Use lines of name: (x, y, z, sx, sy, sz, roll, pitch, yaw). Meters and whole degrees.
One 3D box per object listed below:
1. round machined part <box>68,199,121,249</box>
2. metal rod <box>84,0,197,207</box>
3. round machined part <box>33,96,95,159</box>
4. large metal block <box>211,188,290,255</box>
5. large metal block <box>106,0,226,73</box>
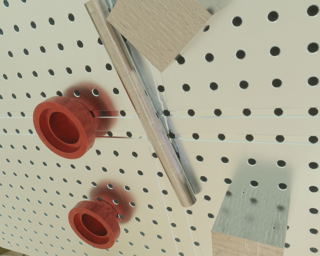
round machined part: (-0.114, 0.170, 0.566, 0.098, 0.042, 0.097, 13, 124, 21)
metal rod: (-0.017, -0.020, 0.407, 0.025, 0.025, 0.299, -12, 112, 33)
round machined part: (-0.139, -0.004, 0.471, 0.098, 0.042, 0.097, 13, 124, 21)
large metal block: (0.117, 0.128, 0.393, 0.080, 0.080, 0.050, 7, 121, 24)
large metal block: (0.006, -0.119, 0.319, 0.080, 0.050, 0.080, 44, 129, -3)
